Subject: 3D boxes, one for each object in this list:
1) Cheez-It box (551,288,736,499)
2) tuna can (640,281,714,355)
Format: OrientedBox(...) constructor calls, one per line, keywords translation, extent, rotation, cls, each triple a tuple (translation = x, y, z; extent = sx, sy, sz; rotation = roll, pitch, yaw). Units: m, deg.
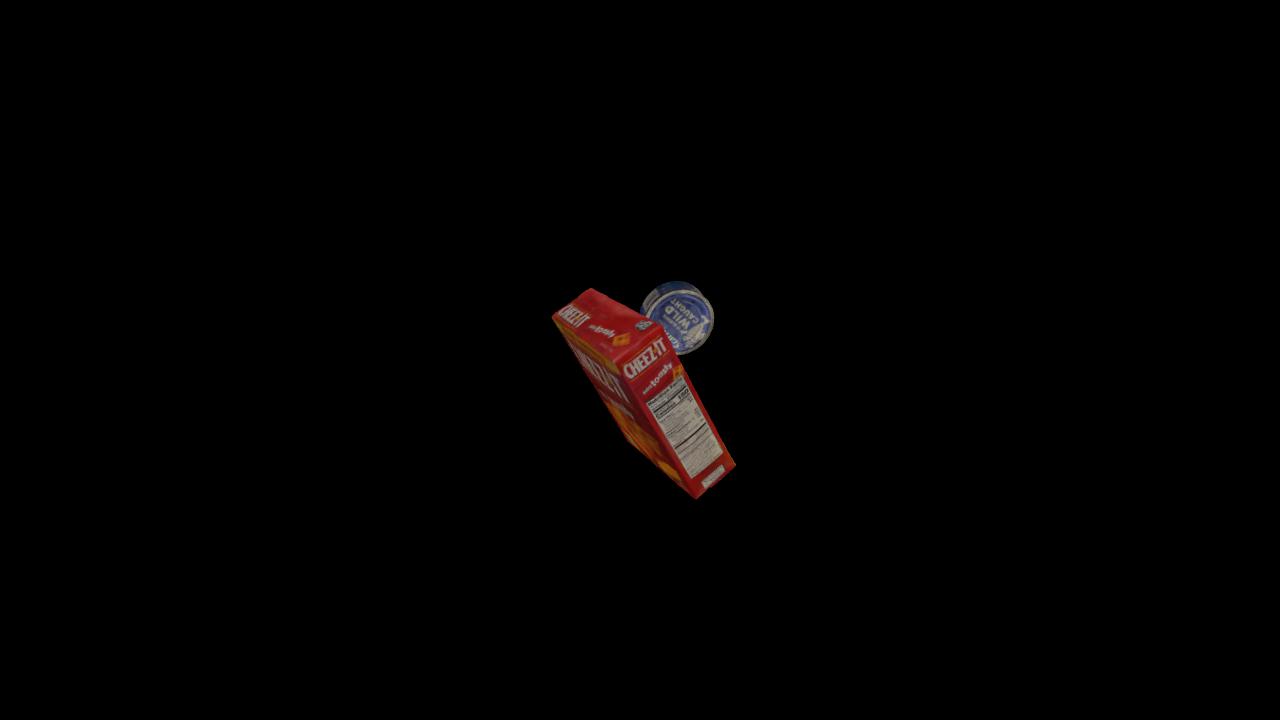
OrientedBox(translation=(0.003, 0.037, 0.711), extent=(0.071, 0.223, 0.166), rotation=(-38, 34, -14), cls="Cheez-It box")
OrientedBox(translation=(0.042, -0.049, 0.723), extent=(0.084, 0.084, 0.034), rotation=(0, 28, -14), cls="tuna can")
